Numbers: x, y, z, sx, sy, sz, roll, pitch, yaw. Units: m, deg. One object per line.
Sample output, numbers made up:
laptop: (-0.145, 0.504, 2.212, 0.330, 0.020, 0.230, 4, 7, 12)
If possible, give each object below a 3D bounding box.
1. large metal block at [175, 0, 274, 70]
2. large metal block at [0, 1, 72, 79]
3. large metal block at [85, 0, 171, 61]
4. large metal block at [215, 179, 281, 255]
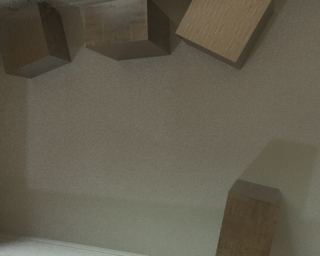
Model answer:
large metal block: (0.078, -0.126, 0.370, 0.080, 0.050, 0.080, 31, 100, 17)
large metal block: (-0.190, -0.128, 0.464, 0.080, 0.050, 0.080, -16, 85, 19)
large metal block: (-0.038, -0.122, 0.395, 0.080, 0.080, 0.050, -2, 90, 20)
large metal block: (0.099, 0.108, 0.346, 0.050, 0.080, 0.080, 12, 94, 19)
